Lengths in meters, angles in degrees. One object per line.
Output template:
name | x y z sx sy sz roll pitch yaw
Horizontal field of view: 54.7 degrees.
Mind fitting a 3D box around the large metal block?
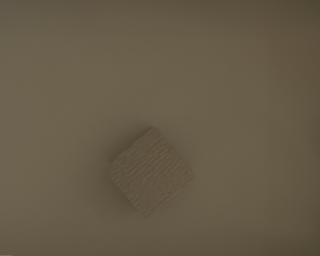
large metal block | -0.013 0.054 0.399 0.080 0.050 0.080 -40 91 0
